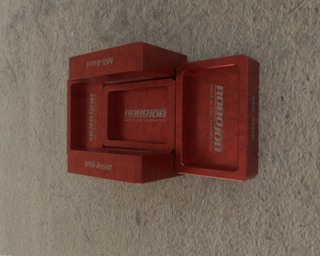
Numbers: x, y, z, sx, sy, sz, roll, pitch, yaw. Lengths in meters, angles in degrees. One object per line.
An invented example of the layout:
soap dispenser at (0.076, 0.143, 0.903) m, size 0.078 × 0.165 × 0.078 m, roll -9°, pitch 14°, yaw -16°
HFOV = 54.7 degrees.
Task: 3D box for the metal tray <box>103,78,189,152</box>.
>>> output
metal tray at (-0.024, -0.017, 0.420) m, size 0.130 × 0.030 × 0.089 m, roll 1°, pitch 91°, yaw 39°

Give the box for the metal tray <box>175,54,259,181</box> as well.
metal tray at (0.062, -0.011, 0.350) m, size 0.090 × 0.030 × 0.129 m, roll 1°, pitch 90°, yaw 39°

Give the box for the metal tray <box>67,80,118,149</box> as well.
metal tray at (-0.108, -0.017, 0.490) m, size 0.090 × 0.030 × 0.129 m, roll 1°, pitch 90°, yaw 39°

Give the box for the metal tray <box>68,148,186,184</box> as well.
metal tray at (-0.044, 0.043, 0.396) m, size 0.130 × 0.091 × 0.030 m, roll 1°, pitch 91°, yaw 39°

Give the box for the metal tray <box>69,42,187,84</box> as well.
metal tray at (-0.042, -0.077, 0.397) m, size 0.130 × 0.091 × 0.030 m, roll 1°, pitch 91°, yaw 39°
